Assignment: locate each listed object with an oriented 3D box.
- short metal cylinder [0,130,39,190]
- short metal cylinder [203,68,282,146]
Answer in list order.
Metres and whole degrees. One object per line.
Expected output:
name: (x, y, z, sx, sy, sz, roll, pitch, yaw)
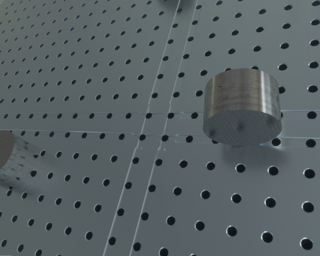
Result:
short metal cylinder: (-0.240, 0.050, 0.485, 0.080, 0.050, 0.080, -13, 56, 20)
short metal cylinder: (0.089, -0.020, 0.338, 0.080, 0.080, 0.050, -7, 59, 24)
